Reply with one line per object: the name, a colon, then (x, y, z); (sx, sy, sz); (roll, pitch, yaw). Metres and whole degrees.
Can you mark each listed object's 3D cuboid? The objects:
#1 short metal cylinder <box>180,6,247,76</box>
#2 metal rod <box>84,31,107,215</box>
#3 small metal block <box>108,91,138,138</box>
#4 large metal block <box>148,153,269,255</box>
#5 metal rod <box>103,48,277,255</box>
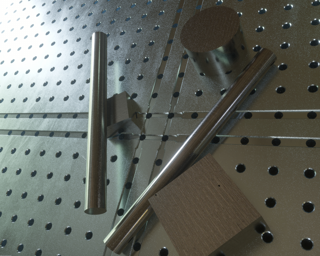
short metal cylinder: (0.075, -0.119, 0.425); (0.080, 0.050, 0.080); (-13, 56, 20)
metal rod: (-0.088, -0.029, 0.437); (0.025, 0.025, 0.299); (-18, 55, 17)
small metal block: (-0.064, -0.019, 0.452); (0.050, 0.025, 0.050); (-22, 54, 15)
large metal block: (0.048, 0.087, 0.313); (0.080, 0.050, 0.080); (-38, 51, 2)
metal rod: (0.041, 0.021, 0.372); (0.025, 0.025, 0.300); (34, 80, 38)
